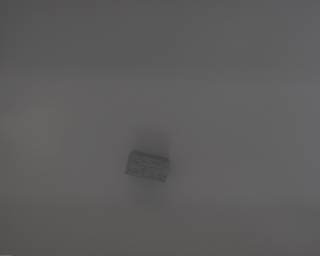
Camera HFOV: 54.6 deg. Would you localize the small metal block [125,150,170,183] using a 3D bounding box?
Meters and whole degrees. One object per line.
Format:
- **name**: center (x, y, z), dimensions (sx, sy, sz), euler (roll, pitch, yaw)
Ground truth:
- **small metal block**: center (-0.015, 0.049, 0.399), dimensions (0.050, 0.050, 0.025), euler (13, 90, 0)
